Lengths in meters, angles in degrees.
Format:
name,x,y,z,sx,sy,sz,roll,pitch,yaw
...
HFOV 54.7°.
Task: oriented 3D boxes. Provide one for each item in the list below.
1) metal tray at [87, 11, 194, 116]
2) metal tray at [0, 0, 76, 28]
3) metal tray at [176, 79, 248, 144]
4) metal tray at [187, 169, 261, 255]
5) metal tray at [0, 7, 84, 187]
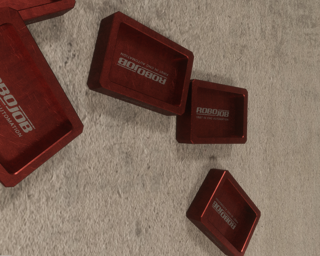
name,x,y,z,sx,sy,sz,roll,pitch,yaw
metal tray,-0.018,-0.074,0.387,0.131,0.030,0.090,17,79,-39
metal tray,-0.152,-0.134,0.273,0.131,0.030,0.090,-33,111,-35
metal tray,0.083,-0.021,0.473,0.131,0.030,0.089,2,89,-40
metal tray,0.106,0.137,0.493,0.130,0.030,0.090,49,61,-29
metal tray,-0.134,-0.024,0.267,0.090,0.030,0.129,-43,130,-29
